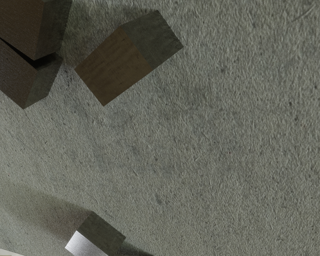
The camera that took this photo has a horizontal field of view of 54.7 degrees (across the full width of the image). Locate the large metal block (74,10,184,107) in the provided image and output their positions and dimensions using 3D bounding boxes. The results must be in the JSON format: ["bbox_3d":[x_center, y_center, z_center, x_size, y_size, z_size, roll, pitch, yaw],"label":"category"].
[{"bbox_3d":[-0.032,-0.077,0.340,0.080,0.080,0.050,-29,102,37],"label":"large metal block"}]

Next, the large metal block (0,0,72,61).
[{"bbox_3d":[-0.165,-0.146,0.388,0.080,0.050,0.079,35,129,5],"label":"large metal block"}]

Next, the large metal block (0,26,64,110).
[{"bbox_3d":[-0.197,-0.088,0.440,0.080,0.050,0.080,41,129,0],"label":"large metal block"}]

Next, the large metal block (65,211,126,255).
[{"bbox_3d":[-0.124,0.219,0.592,0.080,0.050,0.080,38,129,3],"label":"large metal block"}]
